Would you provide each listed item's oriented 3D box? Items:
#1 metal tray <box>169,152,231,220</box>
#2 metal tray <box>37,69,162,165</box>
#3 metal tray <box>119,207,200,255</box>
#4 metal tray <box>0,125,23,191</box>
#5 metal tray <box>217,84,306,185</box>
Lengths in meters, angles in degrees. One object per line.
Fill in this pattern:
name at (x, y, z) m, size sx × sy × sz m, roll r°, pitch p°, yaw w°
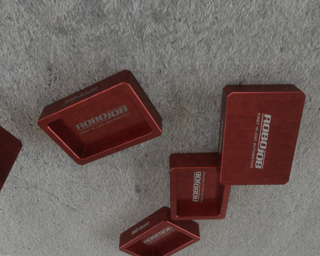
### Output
metal tray at (0.061, 0.094, 0.484) m, size 0.091 × 0.030 × 0.129 m, roll -2°, pitch 130°, yaw 1°
metal tray at (-0.074, -0.009, 0.395) m, size 0.130 × 0.030 × 0.090 m, roll -21°, pitch 127°, yaw 17°
metal tray at (-0.002, 0.203, 0.576) m, size 0.090 × 0.030 × 0.130 m, roll 35°, pitch 122°, yaw -26°
metal tray at (-0.230, 0.041, 0.371) m, size 0.030 × 0.130 × 0.090 m, roll -27°, pitch 125°, yaw 21°
metal tray at (0.123, 0.011, 0.393) m, size 0.091 × 0.030 × 0.129 m, roll -1°, pitch 116°, yaw 0°
